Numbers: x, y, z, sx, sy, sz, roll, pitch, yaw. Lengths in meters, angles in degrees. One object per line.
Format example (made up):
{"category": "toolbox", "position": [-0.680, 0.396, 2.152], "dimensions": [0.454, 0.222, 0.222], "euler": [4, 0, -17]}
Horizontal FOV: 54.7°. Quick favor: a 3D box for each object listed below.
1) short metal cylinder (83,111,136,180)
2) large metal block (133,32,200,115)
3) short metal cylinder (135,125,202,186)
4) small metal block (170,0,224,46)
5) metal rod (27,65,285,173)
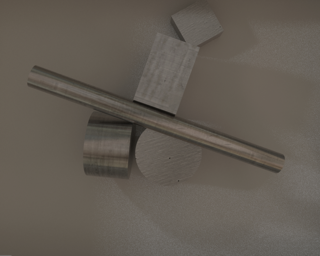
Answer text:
{"category": "short metal cylinder", "position": [-0.059, 0.021, 0.383], "dimensions": [0.050, 0.080, 0.079], "euler": [6, 90, 0]}
{"category": "large metal block", "position": [0.007, -0.061, 0.384], "dimensions": [0.050, 0.080, 0.080], "euler": [20, 90, -1]}
{"category": "short metal cylinder", "position": [0.010, 0.030, 0.399], "dimensions": [0.081, 0.050, 0.079], "euler": [0, 90, -1]}
{"category": "small metal block", "position": [0.049, -0.135, 0.412], "dimensions": [0.050, 0.025, 0.050], "euler": [-29, 90, -1]}
{"category": "metal rod", "position": [0.002, -0.007, 0.356], "dimensions": [0.302, 0.025, 0.025], "euler": [19, 90, -7]}
